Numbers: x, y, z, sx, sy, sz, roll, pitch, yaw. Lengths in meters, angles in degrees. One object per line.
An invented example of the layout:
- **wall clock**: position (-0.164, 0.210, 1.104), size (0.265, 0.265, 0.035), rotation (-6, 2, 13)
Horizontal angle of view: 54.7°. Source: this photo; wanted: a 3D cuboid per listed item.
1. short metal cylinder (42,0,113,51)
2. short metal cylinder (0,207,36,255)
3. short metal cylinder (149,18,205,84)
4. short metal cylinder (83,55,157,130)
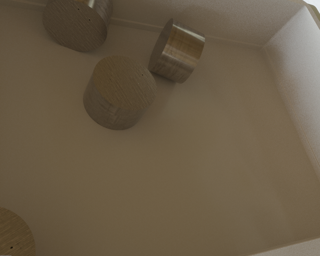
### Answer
- **short metal cylinder**: position (-0.105, -0.148, 0.405), size (0.081, 0.080, 0.050), rotation (17, 55, -19)
- **short metal cylinder**: position (-0.145, 0.108, 0.246), size (0.081, 0.050, 0.080), rotation (14, 56, -21)
- **short metal cylinder**: position (0.023, -0.111, 0.452), size (0.050, 0.080, 0.080), rotation (21, 54, -16)
- **short metal cylinder**: position (-0.051, -0.044, 0.390), size (0.081, 0.050, 0.080), rotation (14, 56, -21)
